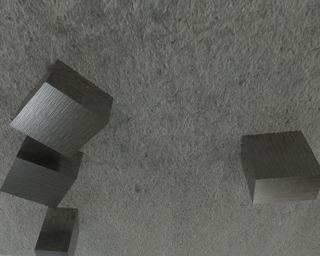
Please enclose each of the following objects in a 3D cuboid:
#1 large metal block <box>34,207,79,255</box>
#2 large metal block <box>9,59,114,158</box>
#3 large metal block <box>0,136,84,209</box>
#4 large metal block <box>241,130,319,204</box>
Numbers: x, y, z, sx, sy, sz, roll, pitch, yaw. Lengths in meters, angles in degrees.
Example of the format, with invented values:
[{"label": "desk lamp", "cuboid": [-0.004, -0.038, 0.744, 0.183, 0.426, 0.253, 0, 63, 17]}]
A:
[{"label": "large metal block", "cuboid": [-0.174, 0.194, 0.535, 0.050, 0.080, 0.079, 6, 130, -6]}, {"label": "large metal block", "cuboid": [-0.115, -0.021, 0.372, 0.080, 0.050, 0.080, 36, 121, -27]}, {"label": "large metal block", "cuboid": [-0.167, 0.062, 0.442, 0.080, 0.050, 0.080, 25, 126, -20]}, {"label": "large metal block", "cuboid": [0.158, 0.052, 0.416, 0.080, 0.080, 0.050, -5, 130, 4]}]
